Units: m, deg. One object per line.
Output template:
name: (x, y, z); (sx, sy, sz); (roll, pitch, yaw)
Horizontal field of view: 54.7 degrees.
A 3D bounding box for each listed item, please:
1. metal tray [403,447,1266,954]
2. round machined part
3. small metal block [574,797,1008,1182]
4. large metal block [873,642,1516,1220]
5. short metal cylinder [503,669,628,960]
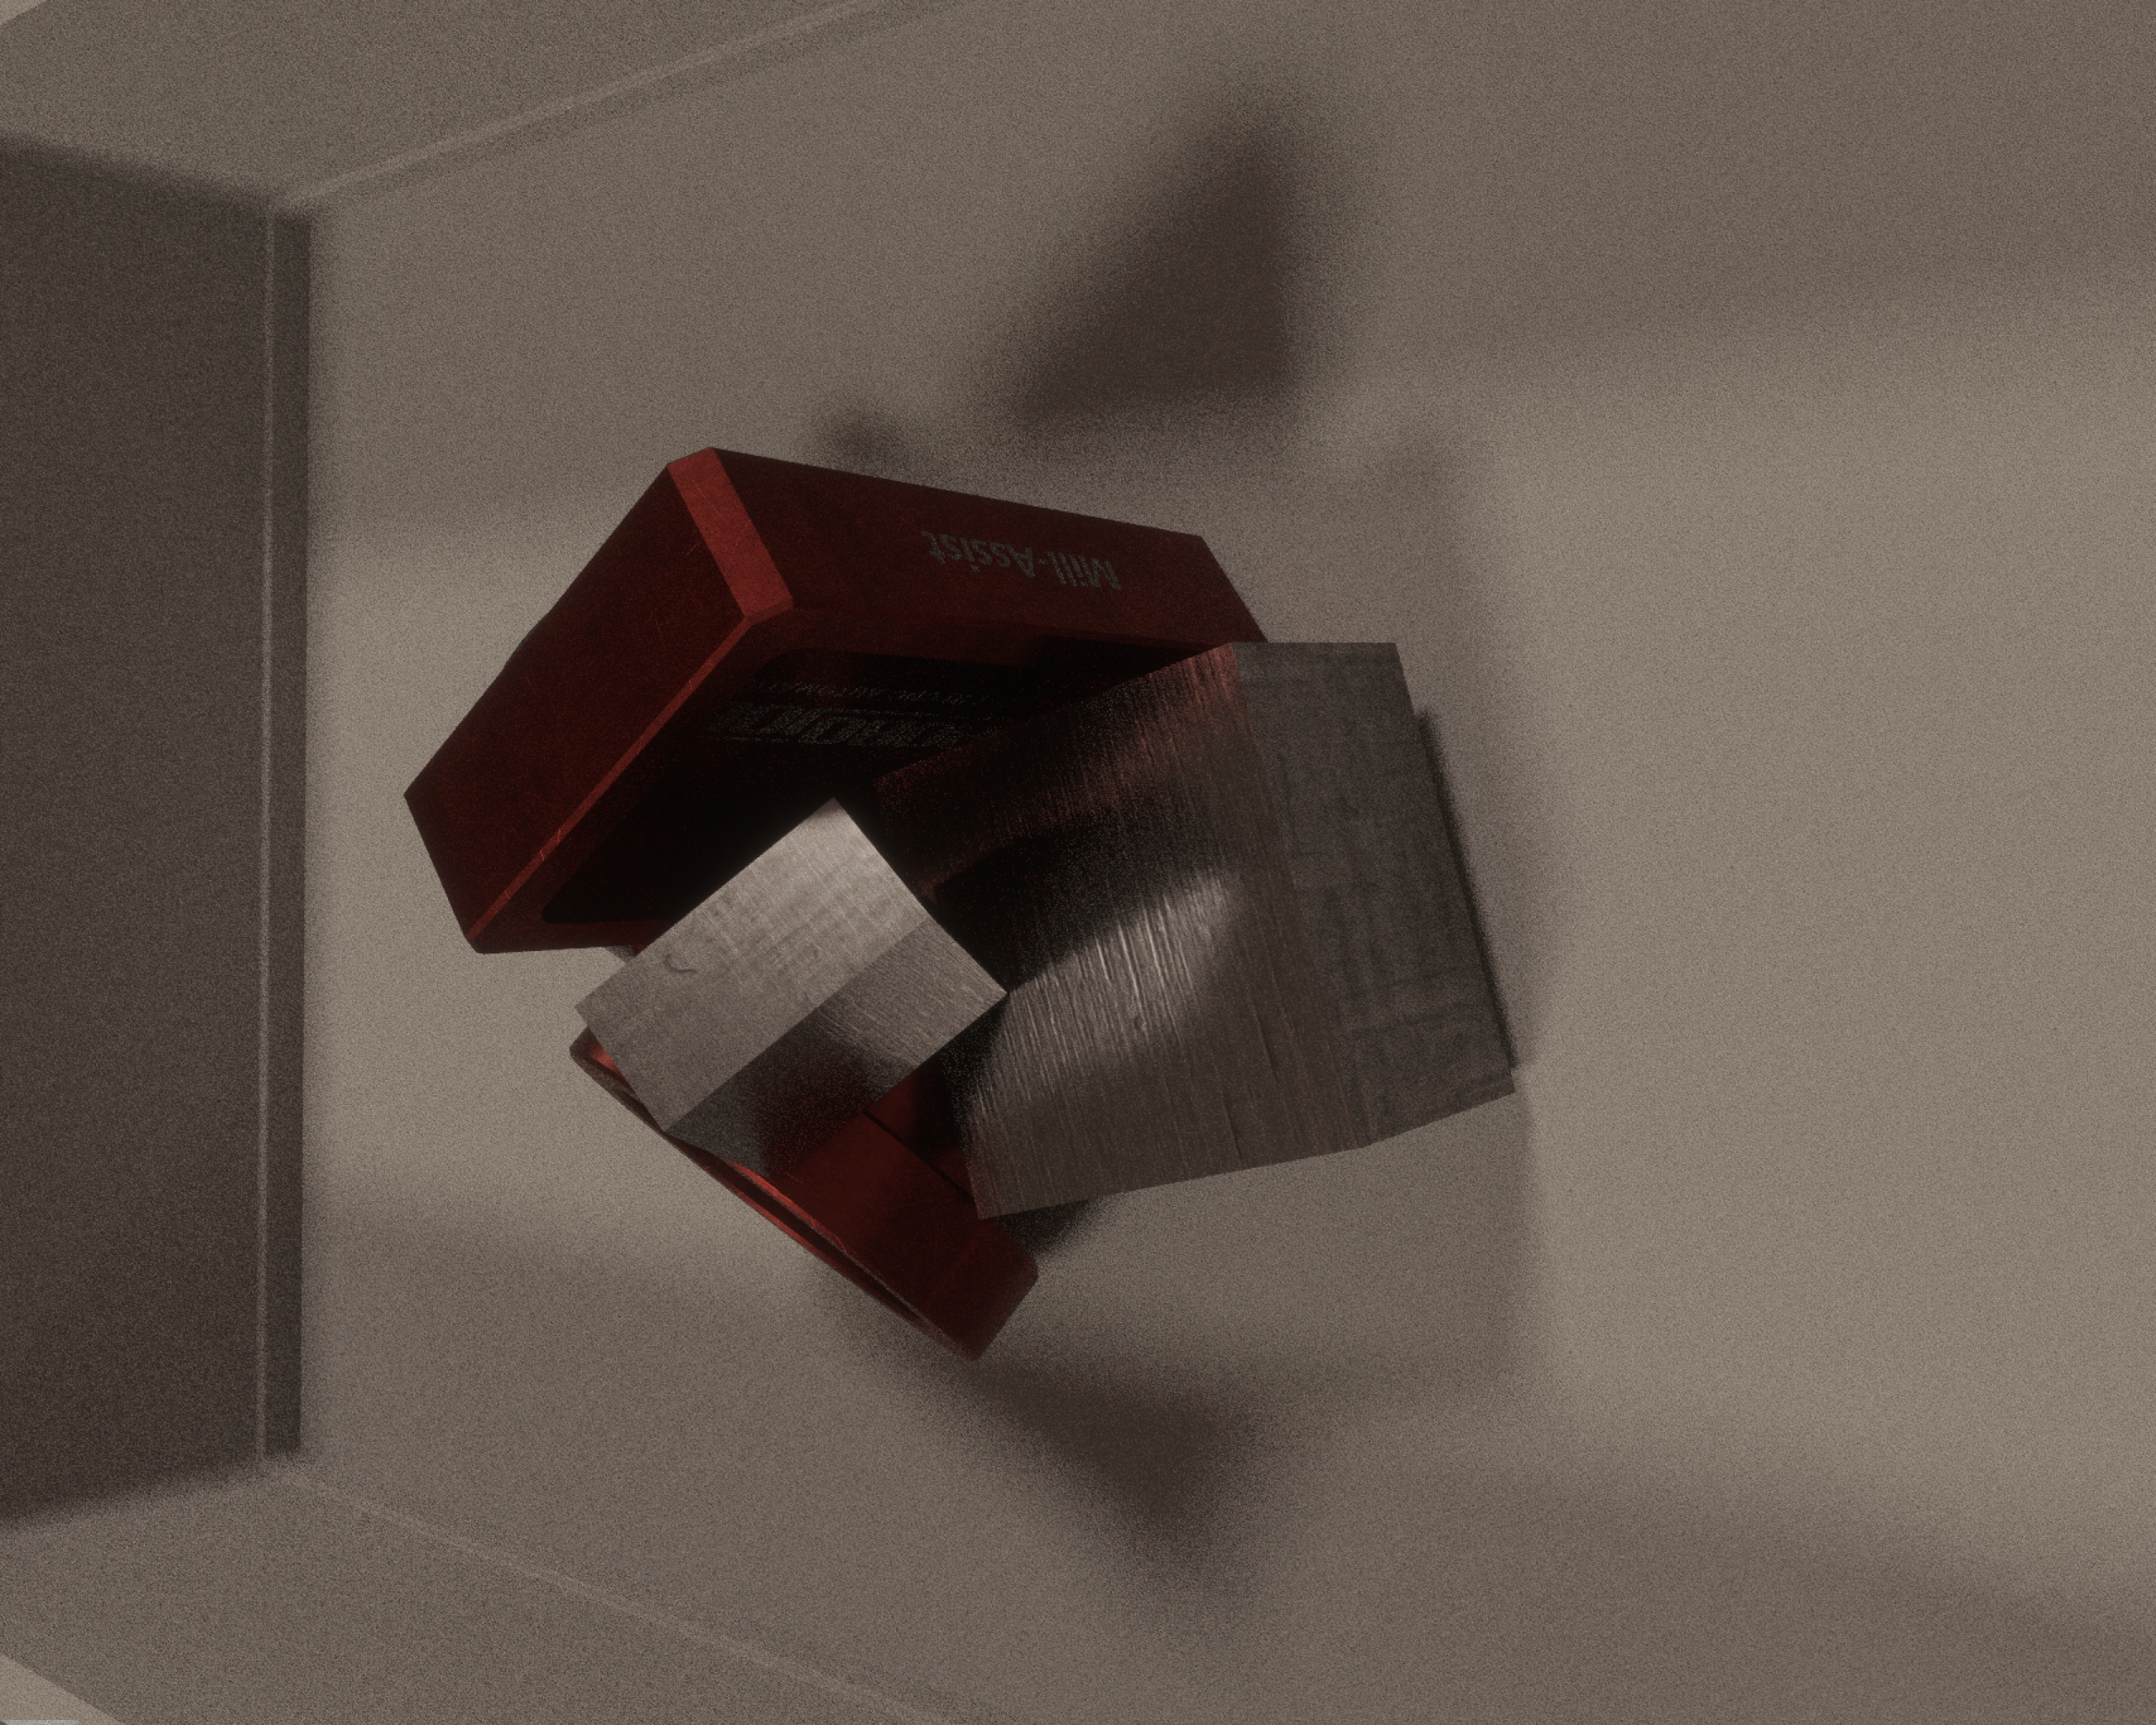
metal tray: (-0.037, -0.024, 0.364); (0.090, 0.131, 0.030); (-42, 66, 31)
round machined part: (-0.046, 0.050, 0.405); (0.098, 0.098, 0.042); (26, 71, 36)
small metal block: (-0.044, 0.022, 0.334); (0.050, 0.050, 0.025); (-39, 70, -2)
large metal block: (0.019, 0.012, 0.362); (0.080, 0.050, 0.080); (-18, 83, 38)
short metal cylinder: (-0.075, -0.016, 0.428); (0.050, 0.081, 0.079); (28, 108, 36)
